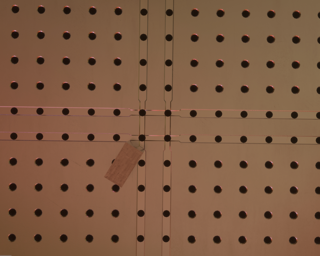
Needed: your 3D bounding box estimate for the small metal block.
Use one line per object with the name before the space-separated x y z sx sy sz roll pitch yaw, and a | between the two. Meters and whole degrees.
small metal block | -0.044 0.045 0.400 0.025 0.050 0.050 32 90 0
